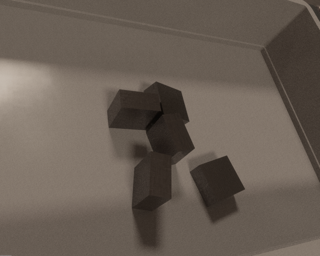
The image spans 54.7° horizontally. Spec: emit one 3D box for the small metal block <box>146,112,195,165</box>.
[{"bbox_3d":[0.012,0.016,0.388,0.025,0.050,0.050,-9,67,-32],"label":"small metal block"}]

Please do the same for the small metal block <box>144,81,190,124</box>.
[{"bbox_3d":[0.009,-0.030,0.421,0.050,0.025,0.050,14,54,-44],"label":"small metal block"}]

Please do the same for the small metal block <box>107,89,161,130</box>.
[{"bbox_3d":[-0.033,-0.021,0.386,0.050,0.050,0.025,4,60,-26],"label":"small metal block"}]

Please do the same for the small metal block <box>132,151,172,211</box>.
[{"bbox_3d":[-0.010,0.061,0.349,0.025,0.050,0.050,15,56,-21],"label":"small metal block"}]

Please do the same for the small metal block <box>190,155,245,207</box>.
[{"bbox_3d":[0.075,0.069,0.406,0.050,0.025,0.050,-13,69,-34],"label":"small metal block"}]
